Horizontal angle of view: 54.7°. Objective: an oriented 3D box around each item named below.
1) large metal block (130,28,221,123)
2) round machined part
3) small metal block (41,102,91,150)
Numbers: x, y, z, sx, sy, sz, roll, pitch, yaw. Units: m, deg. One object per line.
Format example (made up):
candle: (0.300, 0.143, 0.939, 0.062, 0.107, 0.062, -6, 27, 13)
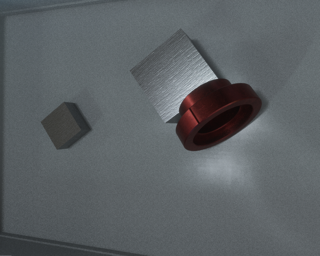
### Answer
large metal block: (0.024, -0.061, 0.388, 0.080, 0.050, 0.080, -37, 79, 16)
round machined part: (0.061, -0.018, 0.352, 0.098, 0.098, 0.042, -37, 64, 16)
small metal block: (-0.139, -0.003, 0.458, 0.050, 0.025, 0.050, -37, 79, 16)
